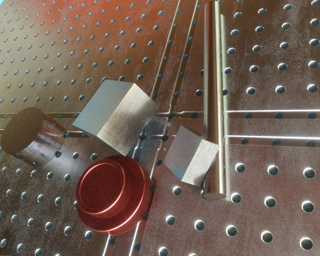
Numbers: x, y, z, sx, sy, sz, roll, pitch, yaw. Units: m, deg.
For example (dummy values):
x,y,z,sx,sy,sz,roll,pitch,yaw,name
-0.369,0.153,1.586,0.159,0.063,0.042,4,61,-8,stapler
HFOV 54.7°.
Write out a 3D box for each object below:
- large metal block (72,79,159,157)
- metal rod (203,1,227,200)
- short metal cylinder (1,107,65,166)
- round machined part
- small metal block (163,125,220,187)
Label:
x,y,z,sx,sy,sz,roll,pitch,yaw,name
-0.061,-0.017,0.419,0.080,0.050,0.080,17,69,52,large metal block
0.070,-0.057,0.405,0.025,0.025,0.299,-9,58,23,metal rod
-0.198,0.014,0.485,0.080,0.050,0.080,-13,56,21,short metal cylinder
-0.063,0.077,0.382,0.098,0.042,0.098,-13,56,20,round machined part
0.034,0.030,0.350,0.050,0.025,0.050,-64,28,7,small metal block
